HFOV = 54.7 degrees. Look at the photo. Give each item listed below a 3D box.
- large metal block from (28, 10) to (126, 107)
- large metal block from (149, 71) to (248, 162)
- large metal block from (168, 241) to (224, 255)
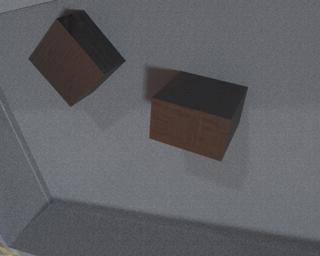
[{"bbox_3d":[-0.106,-0.087,0.395,0.080,0.050,0.080,-34,100,38],"label":"large metal block"},{"bbox_3d":[0.043,-0.017,0.340,0.080,0.080,0.050,17,125,18],"label":"large metal block"},{"bbox_3d":[0.065,0.234,0.506,0.080,0.050,0.080,-12,112,33],"label":"large metal block"}]
